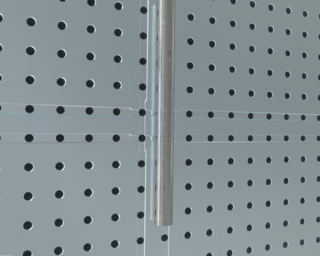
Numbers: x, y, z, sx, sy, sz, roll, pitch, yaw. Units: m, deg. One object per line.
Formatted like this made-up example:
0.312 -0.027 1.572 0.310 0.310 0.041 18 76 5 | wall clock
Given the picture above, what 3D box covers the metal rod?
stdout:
0.006 -0.021 0.415 0.025 0.025 0.298 1 90 -20 | metal rod
